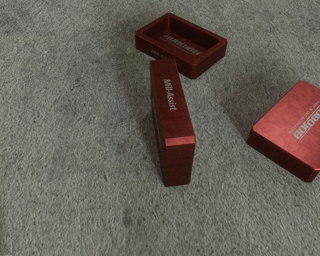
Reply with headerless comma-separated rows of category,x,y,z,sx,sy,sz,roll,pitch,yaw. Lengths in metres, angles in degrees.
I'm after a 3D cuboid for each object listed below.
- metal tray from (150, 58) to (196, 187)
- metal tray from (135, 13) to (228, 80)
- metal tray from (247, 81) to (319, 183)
metal tray,0.011,-0.008,0.367,0.030,0.090,0.130,-6,50,-5
metal tray,0.034,-0.141,0.517,0.130,0.030,0.090,35,58,25
metal tray,0.188,-0.001,0.402,0.090,0.030,0.131,37,59,26
